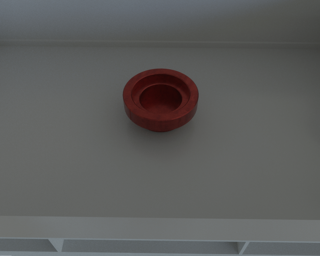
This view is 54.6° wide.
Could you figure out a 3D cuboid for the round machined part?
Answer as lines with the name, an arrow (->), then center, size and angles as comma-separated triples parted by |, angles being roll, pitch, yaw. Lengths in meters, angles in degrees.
round machined part -> 0.001, -0.033, 0.418 | 0.099, 0.042, 0.098 | 0, 50, 0
